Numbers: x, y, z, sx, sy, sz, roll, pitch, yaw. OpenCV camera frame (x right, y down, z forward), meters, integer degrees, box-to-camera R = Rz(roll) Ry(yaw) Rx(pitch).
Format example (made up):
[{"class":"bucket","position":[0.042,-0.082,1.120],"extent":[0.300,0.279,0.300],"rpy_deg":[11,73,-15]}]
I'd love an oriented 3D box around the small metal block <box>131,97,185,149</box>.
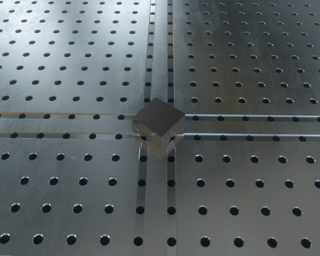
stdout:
[{"class":"small metal block","position":[-0.002,-0.008,0.415],"extent":[0.050,0.025,0.050],"rpy_deg":[32,57,23]}]
